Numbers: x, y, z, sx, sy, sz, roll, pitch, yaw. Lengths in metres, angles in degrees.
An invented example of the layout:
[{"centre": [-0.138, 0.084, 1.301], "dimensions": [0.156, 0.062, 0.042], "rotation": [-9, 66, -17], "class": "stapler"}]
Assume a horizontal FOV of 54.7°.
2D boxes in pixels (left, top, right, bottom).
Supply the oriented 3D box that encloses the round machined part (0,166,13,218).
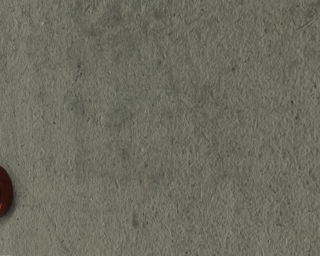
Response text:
[{"centre": [-0.293, 0.107, 0.504], "dimensions": [0.098, 0.042, 0.097], "rotation": [0, 90, 20], "class": "round machined part"}]
